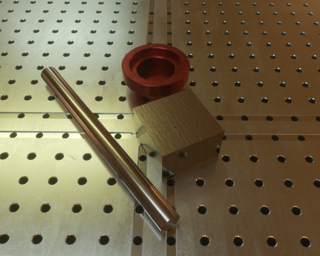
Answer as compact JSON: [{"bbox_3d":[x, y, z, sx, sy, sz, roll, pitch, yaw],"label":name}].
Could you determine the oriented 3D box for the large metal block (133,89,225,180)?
[{"bbox_3d":[0.021,0.006,0.387,0.081,0.050,0.080,-21,53,-17],"label":"large metal block"}]

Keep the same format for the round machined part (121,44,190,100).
[{"bbox_3d":[-0.006,-0.080,0.464,0.099,0.042,0.098,0,50,0],"label":"round machined part"}]

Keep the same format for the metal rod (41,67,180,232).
[{"bbox_3d":[-0.080,0.008,0.399,0.025,0.025,0.300,-30,56,-23],"label":"metal rod"}]
